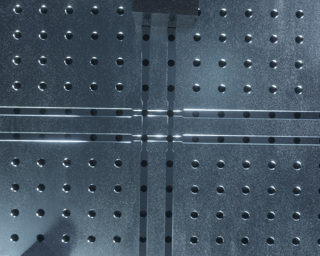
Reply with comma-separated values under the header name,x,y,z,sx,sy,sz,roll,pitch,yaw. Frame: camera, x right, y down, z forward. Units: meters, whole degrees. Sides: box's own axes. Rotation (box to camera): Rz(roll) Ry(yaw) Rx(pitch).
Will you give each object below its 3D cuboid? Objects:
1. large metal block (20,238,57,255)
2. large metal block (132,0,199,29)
name,x,y,z,sx,sy,sz,roll,pitch,yaw
large metal block,-0.177,0.196,0.385,0.080,0.080,0.050,-43,90,0
large metal block,0.009,-0.179,0.401,0.080,0.050,0.080,3,90,0
